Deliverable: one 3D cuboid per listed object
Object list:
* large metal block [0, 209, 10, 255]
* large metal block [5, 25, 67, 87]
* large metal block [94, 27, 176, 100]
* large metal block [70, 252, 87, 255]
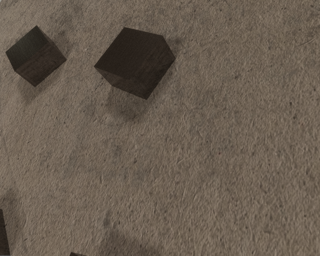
[{"bbox_3d":[-0.262,0.161,0.424,0.080,0.050,0.080,-38,51,2],"label":"large metal block"},{"bbox_3d":[-0.239,-0.139,0.595,0.080,0.050,0.080,-41,51,0],"label":"large metal block"},{"bbox_3d":[-0.037,-0.099,0.466,0.080,0.050,0.080,25,75,36],"label":"large metal block"},{"bbox_3d":[-0.064,0.182,0.308,0.080,0.050,0.080,11,67,32],"label":"large metal block"}]
